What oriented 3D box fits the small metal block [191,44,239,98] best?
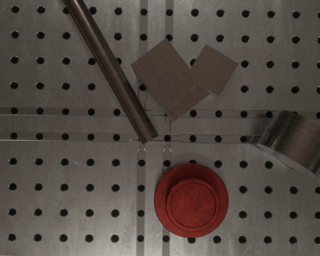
[{"bbox_3d":[0.068,-0.075,0.414,0.050,0.025,0.050,31,90,-1],"label":"small metal block"}]

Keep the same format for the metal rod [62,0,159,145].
[{"bbox_3d":[-0.085,-0.115,0.412,0.025,0.025,0.299,-29,90,0],"label":"metal rod"}]

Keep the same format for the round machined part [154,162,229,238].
[{"bbox_3d":[0.041,0.096,0.406,0.099,0.042,0.097,0,90,-1],"label":"round machined part"}]

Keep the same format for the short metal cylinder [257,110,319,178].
[{"bbox_3d":[0.171,0.020,0.388,0.080,0.080,0.050,32,90,-1],"label":"short metal cylinder"}]

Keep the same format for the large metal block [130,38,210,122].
[{"bbox_3d":[0.011,-0.055,0.386,0.050,0.080,0.080,-38,90,0],"label":"large metal block"}]
